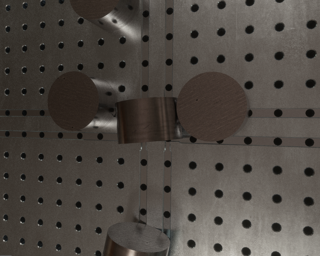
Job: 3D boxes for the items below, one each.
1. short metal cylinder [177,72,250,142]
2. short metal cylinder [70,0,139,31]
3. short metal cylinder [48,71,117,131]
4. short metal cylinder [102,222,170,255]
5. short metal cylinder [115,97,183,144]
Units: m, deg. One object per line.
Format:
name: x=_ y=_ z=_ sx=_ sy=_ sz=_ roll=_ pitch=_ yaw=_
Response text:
short metal cylinder: x=0.066 y=-0.024 z=0.376 sx=0.080 sy=0.050 sz=0.079 roll=0 pitch=90 yaw=19
short metal cylinder: x=-0.076 y=-0.181 z=0.425 sx=0.080 sy=0.050 sz=0.079 roll=0 pitch=90 yaw=19
short metal cylinder: x=-0.108 y=-0.036 z=0.436 sx=0.080 sy=0.050 sz=0.079 roll=0 pitch=90 yaw=19
short metal cylinder: x=-0.032 y=0.161 z=0.394 sx=0.080 sy=0.080 sz=0.050 roll=14 pitch=95 yaw=19
short metal cylinder: x=-0.014 y=-0.008 z=0.387 sx=0.080 sy=0.080 sz=0.050 roll=-5 pitch=89 yaw=19
